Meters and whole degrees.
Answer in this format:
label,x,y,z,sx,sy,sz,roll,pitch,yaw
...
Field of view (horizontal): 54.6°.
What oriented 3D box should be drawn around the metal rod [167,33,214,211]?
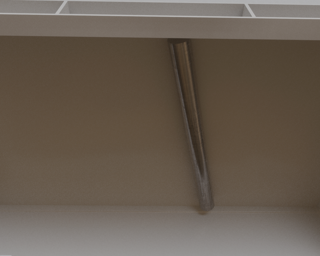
label,x,y,z,sx,sy,sz,roll,pitch,yaw
metal rod,0.049,0.017,0.423,0.025,0.025,0.299,-9,130,7
